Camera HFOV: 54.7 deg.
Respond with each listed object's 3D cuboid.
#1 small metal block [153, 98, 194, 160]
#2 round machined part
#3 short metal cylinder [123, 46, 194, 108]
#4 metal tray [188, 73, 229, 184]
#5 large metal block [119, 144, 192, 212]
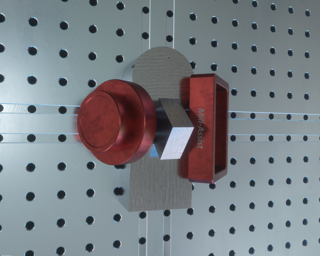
[{"bbox_3d":[0.011,0.001,0.358,0.025,0.050,0.050,0,132,-23],"label":"small metal block"},{"bbox_3d":[-0.055,-0.006,0.349,0.042,0.098,0.097,2,89,-53],"label":"round machined part"},{"bbox_3d":[-0.003,-0.059,0.397,0.081,0.050,0.080,0,90,-20],"label":"short metal cylinder"},{"bbox_3d":[0.066,0.001,0.404,0.030,0.090,0.129,1,90,23],"label":"metal tray"},{"bbox_3d":[-0.006,0.059,0.397,0.081,0.050,0.080,2,89,-20],"label":"large metal block"}]
